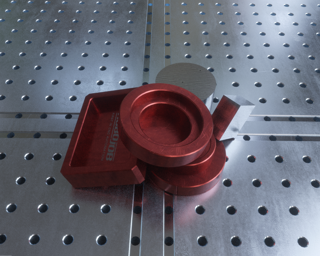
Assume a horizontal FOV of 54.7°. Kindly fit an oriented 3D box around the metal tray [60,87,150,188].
[{"bbox_3d":[-0.059,0.007,0.383,0.090,0.030,0.130,-6,49,13],"label":"metal tray"}]

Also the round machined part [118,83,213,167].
[{"bbox_3d":[0.004,0.001,0.334,0.099,0.042,0.098,7,51,-8],"label":"round machined part"}]

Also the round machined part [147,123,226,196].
[{"bbox_3d":[0.030,0.028,0.372,0.099,0.042,0.098,0,50,0],"label":"round machined part"}]

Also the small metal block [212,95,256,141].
[{"bbox_3d":[0.089,-0.014,0.391,0.025,0.050,0.050,39,25,27],"label":"small metal block"}]

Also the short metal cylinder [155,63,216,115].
[{"bbox_3d":[0.034,-0.046,0.430,0.081,0.050,0.080,0,50,0],"label":"short metal cylinder"}]
